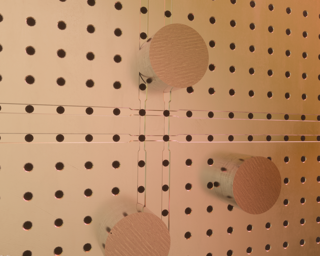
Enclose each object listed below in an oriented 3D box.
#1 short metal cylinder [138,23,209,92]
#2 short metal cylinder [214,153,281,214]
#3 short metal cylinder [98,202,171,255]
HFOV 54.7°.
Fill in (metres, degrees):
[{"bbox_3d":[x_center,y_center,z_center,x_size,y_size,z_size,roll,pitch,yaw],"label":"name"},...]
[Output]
[{"bbox_3d":[0.016,-0.090,0.406,0.081,0.050,0.079,0,90,-21],"label":"short metal cylinder"},{"bbox_3d":[0.126,0.078,0.448,0.081,0.050,0.079,0,90,-20],"label":"short metal cylinder"},{"bbox_3d":[-0.034,0.139,0.388,0.081,0.050,0.079,0,90,-21],"label":"short metal cylinder"}]
